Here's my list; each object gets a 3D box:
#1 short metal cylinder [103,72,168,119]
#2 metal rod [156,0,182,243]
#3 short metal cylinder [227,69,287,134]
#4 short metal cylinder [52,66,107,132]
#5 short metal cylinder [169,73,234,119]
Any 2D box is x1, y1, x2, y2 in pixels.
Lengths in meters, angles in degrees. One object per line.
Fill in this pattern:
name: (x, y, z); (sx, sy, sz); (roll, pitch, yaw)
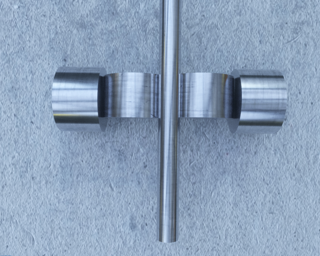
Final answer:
short metal cylinder: (-0.030, -0.037, 0.383); (0.081, 0.080, 0.050); (1, 90, 0)
metal rod: (0.010, -0.024, 0.350); (0.025, 0.025, 0.298); (1, 90, 0)
short metal cylinder: (0.116, -0.033, 0.385); (0.050, 0.080, 0.080); (1, 90, 0)
short metal cylinder: (-0.095, -0.035, 0.383); (0.050, 0.080, 0.080); (1, 90, 0)
short metal cylinder: (0.050, -0.037, 0.384); (0.081, 0.080, 0.050); (1, 90, 0)
